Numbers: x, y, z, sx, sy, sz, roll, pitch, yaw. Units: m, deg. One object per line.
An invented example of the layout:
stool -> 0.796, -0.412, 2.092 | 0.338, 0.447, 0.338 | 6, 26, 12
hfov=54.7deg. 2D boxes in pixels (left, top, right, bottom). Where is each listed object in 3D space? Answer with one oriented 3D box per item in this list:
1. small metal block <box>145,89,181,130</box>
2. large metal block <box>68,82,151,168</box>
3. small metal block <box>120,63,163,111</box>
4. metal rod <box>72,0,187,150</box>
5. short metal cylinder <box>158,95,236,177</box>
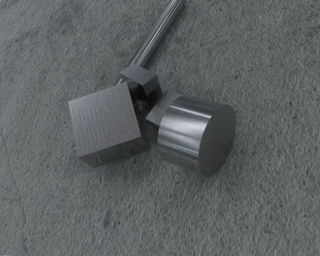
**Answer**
small metal block -> 0.018, -0.017, 0.404 | 0.050, 0.025, 0.050 | 27, 76, 36
large metal block -> -0.065, -0.003, 0.404 | 0.080, 0.050, 0.080 | -19, 65, 4
small metal block -> -0.024, -0.056, 0.430 | 0.025, 0.050, 0.050 | -41, 50, -19
metal rod -> -0.041, -0.091, 0.478 | 0.025, 0.025, 0.300 | 20, 72, 35
short metal cylinder -> 0.042, 0.008, 0.341 | 0.050, 0.080, 0.080 | 18, 71, 35
